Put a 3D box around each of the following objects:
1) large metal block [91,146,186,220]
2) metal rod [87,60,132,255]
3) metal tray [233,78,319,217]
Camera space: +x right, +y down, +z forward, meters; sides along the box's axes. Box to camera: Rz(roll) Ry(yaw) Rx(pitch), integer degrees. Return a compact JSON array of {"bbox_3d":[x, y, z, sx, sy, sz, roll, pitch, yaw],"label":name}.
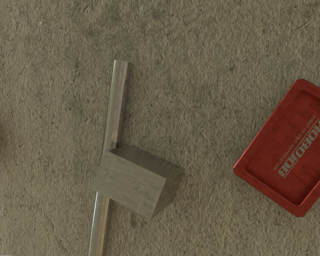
[{"bbox_3d":[-0.023,0.063,0.387,0.080,0.080,0.050,23,98,18],"label":"large metal block"},{"bbox_3d":[-0.072,0.057,0.433,0.025,0.025,0.298,9,93,19],"label":"metal rod"},{"bbox_3d":[0.157,0.022,0.350,0.090,0.030,0.129,36,101,16],"label":"metal tray"}]
